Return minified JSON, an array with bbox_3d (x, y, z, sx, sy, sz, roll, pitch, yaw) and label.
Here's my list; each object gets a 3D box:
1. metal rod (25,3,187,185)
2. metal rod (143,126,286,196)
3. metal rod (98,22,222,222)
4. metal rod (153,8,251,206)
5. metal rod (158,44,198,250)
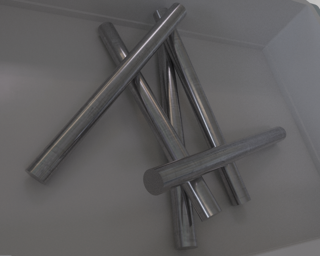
[{"bbox_3d":[-0.049,-0.060,0.378,0.025,0.025,0.301,37,62,-4],"label":"metal rod"},{"bbox_3d":[0.093,0.029,0.393,0.302,0.025,0.025,-11,67,-48],"label":"metal rod"},{"bbox_3d":[-0.011,-0.024,0.393,0.025,0.025,0.299,-13,62,-34],"label":"metal rod"},{"bbox_3d":[0.054,-0.038,0.436,0.025,0.025,0.299,-13,75,-33],"label":"metal rod"},{"bbox_3d":[0.019,0.002,0.414,0.025,0.025,0.299,9,58,-23],"label":"metal rod"}]
